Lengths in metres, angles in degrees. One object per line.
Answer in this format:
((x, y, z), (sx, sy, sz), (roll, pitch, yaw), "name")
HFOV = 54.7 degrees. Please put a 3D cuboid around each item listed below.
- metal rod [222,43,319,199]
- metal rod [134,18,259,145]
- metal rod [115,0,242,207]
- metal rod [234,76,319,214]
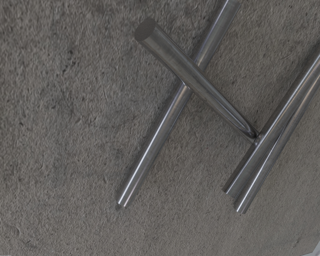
((0.186, -0.024, 0.465), (0.025, 0.025, 0.299), (32, 92, -38), "metal rod")
((0.072, -0.035, 0.397), (0.025, 0.025, 0.301), (-50, 137, 7), "metal rod")
((0.016, -0.022, 0.401), (0.025, 0.025, 0.298), (17, 110, -35), "metal rod")
((0.204, 0.024, 0.532), (0.025, 0.025, 0.298), (9, 114, -33), "metal rod")
